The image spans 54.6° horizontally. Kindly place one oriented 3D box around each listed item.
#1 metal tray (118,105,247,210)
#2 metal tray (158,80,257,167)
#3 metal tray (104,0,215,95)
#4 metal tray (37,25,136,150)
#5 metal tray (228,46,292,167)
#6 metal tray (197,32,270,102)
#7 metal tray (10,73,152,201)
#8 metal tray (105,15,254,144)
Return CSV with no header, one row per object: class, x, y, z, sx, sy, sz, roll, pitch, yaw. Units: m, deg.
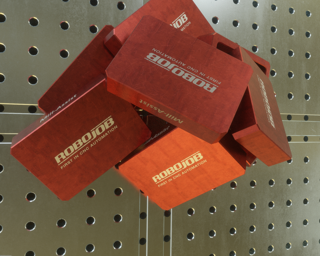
metal tray,0.024,0.041,0.372,0.090,0.130,0.030,45,34,-16
metal tray,0.062,-0.008,0.401,0.130,0.090,0.030,46,76,-14
metal tray,0.005,-0.114,0.391,0.090,0.030,0.130,49,61,-15
metal tray,-0.072,-0.049,0.382,0.090,0.030,0.130,41,77,-16
metal tray,0.118,-0.028,0.386,0.090,0.030,0.130,33,43,-38
metal tray,0.097,-0.063,0.422,0.131,0.030,0.090,12,85,-40
metal tray,-0.086,0.011,0.354,0.130,0.030,0.090,-38,118,-5
metal tray,0.021,-0.052,0.324,0.130,0.030,0.090,27,66,2
